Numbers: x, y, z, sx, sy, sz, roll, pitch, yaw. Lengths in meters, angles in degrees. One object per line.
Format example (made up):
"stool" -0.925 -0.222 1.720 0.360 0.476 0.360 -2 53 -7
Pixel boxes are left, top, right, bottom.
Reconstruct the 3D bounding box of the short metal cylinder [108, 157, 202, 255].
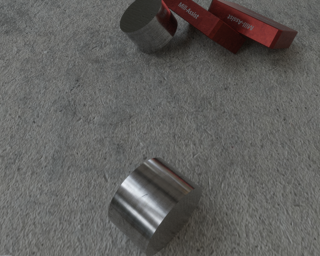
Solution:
"short metal cylinder" -0.004 0.076 0.304 0.050 0.080 0.080 35 58 26

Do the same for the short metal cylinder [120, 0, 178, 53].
"short metal cylinder" -0.018 -0.172 0.508 0.080 0.050 0.080 -18 54 26

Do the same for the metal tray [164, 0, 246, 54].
"metal tray" 0.072 -0.179 0.517 0.091 0.030 0.130 8 33 -51

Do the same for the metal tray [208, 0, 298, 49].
"metal tray" 0.155 -0.176 0.523 0.130 0.030 0.091 37 33 25
